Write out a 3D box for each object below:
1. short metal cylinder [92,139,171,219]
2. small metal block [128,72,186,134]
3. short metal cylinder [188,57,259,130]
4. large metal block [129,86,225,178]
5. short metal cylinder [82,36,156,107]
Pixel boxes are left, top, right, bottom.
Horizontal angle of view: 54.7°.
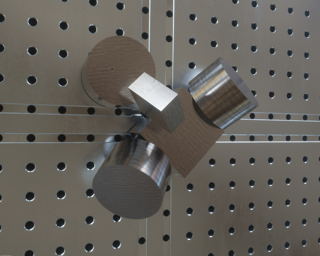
[{"bbox_3d":[-0.031,0.060,0.362,0.080,0.050,0.079,7,122,11],"label":"short metal cylinder"},{"bbox_3d":[-0.002,-0.027,0.342,0.050,0.050,0.025,37,76,28],"label":"small metal block"},{"bbox_3d":[0.082,-0.045,0.402,0.050,0.080,0.080,-38,106,24],"label":"short metal cylinder"},{"bbox_3d":[0.021,0.005,0.401,0.080,0.050,0.080,46,76,-14],"label":"large metal block"},{"bbox_3d":[-0.052,-0.066,0.377,0.081,0.050,0.079,0,90,-20],"label":"short metal cylinder"}]
